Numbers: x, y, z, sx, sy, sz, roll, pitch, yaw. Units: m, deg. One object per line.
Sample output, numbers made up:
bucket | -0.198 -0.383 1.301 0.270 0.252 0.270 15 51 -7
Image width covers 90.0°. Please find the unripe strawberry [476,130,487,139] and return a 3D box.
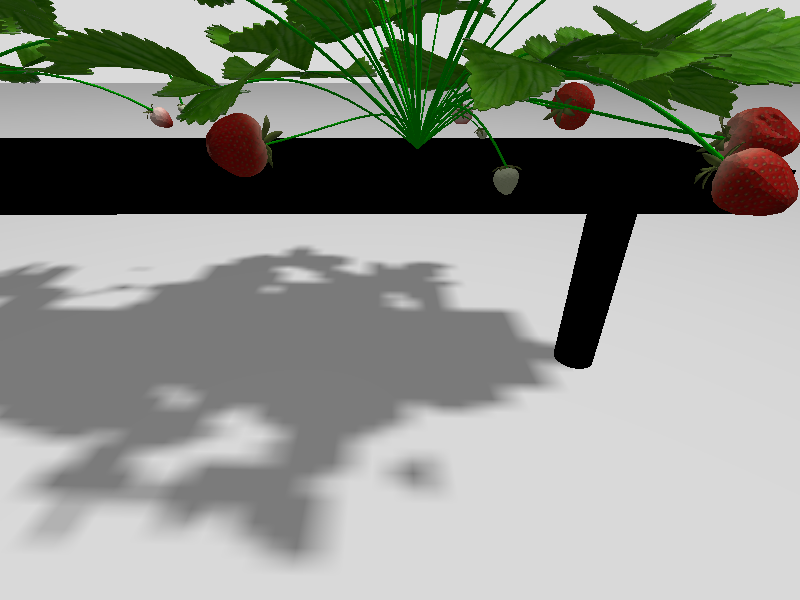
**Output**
unripe strawberry | 0.079 -0.160 0.387 0.011 0.010 0.010 26 -19 38

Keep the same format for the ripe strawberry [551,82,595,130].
ripe strawberry | 0.192 -0.212 0.438 0.049 0.047 0.045 -20 36 -32

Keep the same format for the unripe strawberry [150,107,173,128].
unripe strawberry | -0.263 -0.201 0.443 0.023 0.020 0.023 33 1 43

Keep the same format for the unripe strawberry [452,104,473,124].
unripe strawberry | 0.073 -0.216 0.467 0.024 0.021 0.024 10 6 17

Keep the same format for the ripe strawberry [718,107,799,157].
ripe strawberry | 0.222 -0.099 0.247 0.037 0.037 0.041 12 32 19

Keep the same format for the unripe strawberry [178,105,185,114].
unripe strawberry | -0.268 -0.235 0.495 0.010 0.011 0.011 23 37 34

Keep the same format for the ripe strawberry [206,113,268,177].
ripe strawberry | -0.096 -0.090 0.234 0.033 0.035 0.031 -25 38 -36

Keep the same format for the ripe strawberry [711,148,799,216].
ripe strawberry | 0.151 -0.049 0.170 0.031 0.031 0.026 -21 -30 -32

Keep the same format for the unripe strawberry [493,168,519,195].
unripe strawberry | 0.056 -0.062 0.210 0.013 0.014 0.013 -8 13 -14
